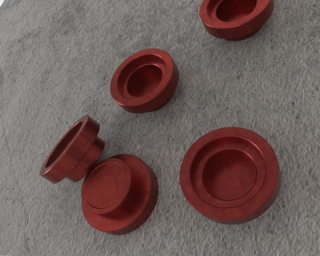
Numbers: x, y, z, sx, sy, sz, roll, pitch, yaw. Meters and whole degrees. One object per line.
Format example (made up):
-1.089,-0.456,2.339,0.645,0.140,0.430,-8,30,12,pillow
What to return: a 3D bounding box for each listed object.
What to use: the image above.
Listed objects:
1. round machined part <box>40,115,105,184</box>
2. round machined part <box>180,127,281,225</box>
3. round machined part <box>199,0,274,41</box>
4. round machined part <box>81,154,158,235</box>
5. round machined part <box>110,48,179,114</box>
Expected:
-0.111,0.033,0.413,0.098,0.042,0.098,-41,22,21,round machined part
0.074,0.051,0.323,0.098,0.042,0.098,-13,56,21,round machined part
0.109,-0.162,0.435,0.098,0.042,0.098,-13,56,21,round machined part
-0.055,0.076,0.376,0.098,0.042,0.098,-13,56,21,round machined part
-0.018,-0.062,0.441,0.098,0.042,0.098,-13,56,21,round machined part
